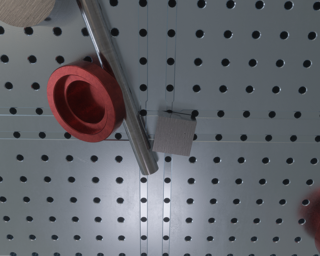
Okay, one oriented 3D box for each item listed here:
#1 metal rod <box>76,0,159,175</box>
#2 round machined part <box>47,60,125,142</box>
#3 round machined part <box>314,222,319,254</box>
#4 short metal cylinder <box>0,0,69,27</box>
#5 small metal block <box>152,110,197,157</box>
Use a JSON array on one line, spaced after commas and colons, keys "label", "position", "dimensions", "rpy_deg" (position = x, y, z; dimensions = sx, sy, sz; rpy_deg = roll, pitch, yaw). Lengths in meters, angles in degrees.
[{"label": "metal rod", "position": [-0.059, -0.074, 0.385], "dimensions": [0.025, 0.025, 0.298], "rpy_deg": [-17, 110, 6]}, {"label": "round machined part", "position": [-0.085, -0.035, 0.377], "dimensions": [0.098, 0.042, 0.097], "rpy_deg": [13, 121, 22]}, {"label": "round machined part", "position": [0.282, 0.162, 0.467], "dimensions": [0.099, 0.042, 0.097], "rpy_deg": [0, 110, 0]}, {"label": "short metal cylinder", "position": [-0.147, -0.154, 0.342], "dimensions": [0.081, 0.050, 0.079], "rpy_deg": [0, 110, 0]}, {"label": "small metal block", "position": [0.019, 0.007, 0.416], "dimensions": [0.050, 0.025, 0.050], "rpy_deg": [9, 110, -4]}]
